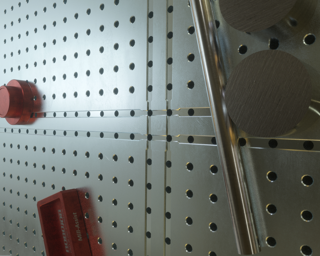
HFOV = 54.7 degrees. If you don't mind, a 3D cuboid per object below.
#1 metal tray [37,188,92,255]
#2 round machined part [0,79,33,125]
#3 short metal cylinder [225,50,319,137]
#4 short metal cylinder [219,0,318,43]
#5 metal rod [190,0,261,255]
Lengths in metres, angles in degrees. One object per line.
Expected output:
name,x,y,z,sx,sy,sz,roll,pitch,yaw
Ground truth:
metal tray,-0.171,0.182,0.547,0.090,0.030,0.129,-27,73,36
round machined part,-0.314,-0.055,0.658,0.098,0.042,0.097,0,90,40
short metal cylinder,0.111,-0.031,0.301,0.080,0.050,0.080,0,90,40
short metal cylinder,0.106,-0.129,0.305,0.080,0.050,0.080,0,90,40
metal rod,0.071,-0.015,0.350,0.025,0.025,0.298,-16,80,39
